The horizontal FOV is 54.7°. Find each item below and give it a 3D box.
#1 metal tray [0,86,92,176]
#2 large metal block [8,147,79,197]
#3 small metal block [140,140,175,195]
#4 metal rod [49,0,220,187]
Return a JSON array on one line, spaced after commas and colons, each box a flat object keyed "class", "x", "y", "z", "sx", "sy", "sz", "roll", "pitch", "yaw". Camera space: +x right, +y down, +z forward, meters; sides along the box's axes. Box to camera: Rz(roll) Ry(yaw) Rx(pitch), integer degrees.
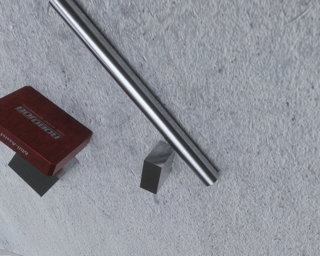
[{"class": "metal tray", "x": -0.180, "y": 0.000, "z": 0.457, "sx": 0.130, "sy": 0.090, "sz": 0.030, "roll": 36, "pitch": 129, "yaw": 3}, {"class": "large metal block", "x": -0.200, "y": 0.060, "z": 0.531, "sx": 0.080, "sy": 0.050, "sz": 0.080, "roll": 46, "pitch": 129, "yaw": -5}, {"class": "small metal block", "x": -0.002, "y": 0.053, "z": 0.423, "sx": 0.025, "sy": 0.050, "sz": 0.050, "roll": 21, "pitch": 126, "yaw": 15}, {"class": "metal rod", "x": -0.027, "y": -0.044, "z": 0.392, "sx": 0.025, "sy": 0.025, "sz": 0.300, "roll": -35, "pitch": 100, "yaw": 38}]
